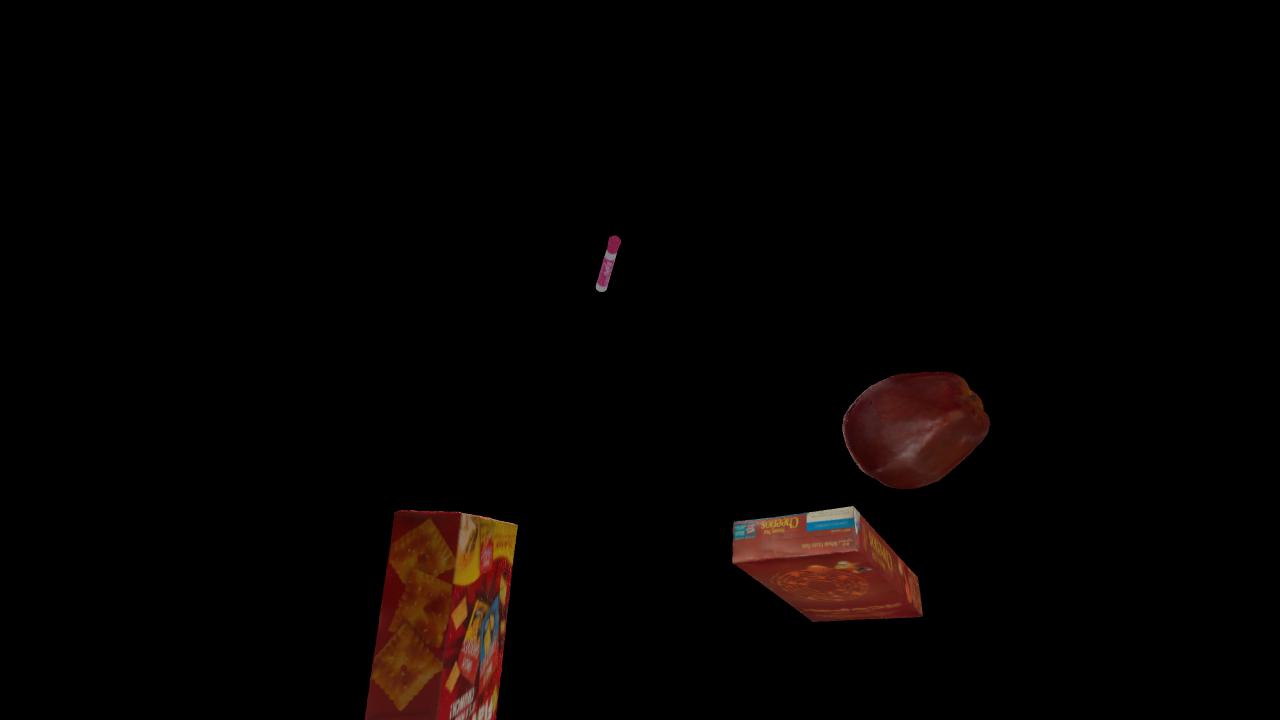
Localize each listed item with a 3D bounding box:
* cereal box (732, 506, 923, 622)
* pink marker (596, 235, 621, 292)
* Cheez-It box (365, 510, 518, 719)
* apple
[{"bbox_3d":[0.312,0.345,1.013,0.203,0.081,0.306,-19,-46,33],"label":"cereal box"},{"bbox_3d":[-0.049,-0.148,0.949,0.020,0.020,0.121,0,-31,-15],"label":"pink marker"},{"bbox_3d":[-0.179,0.260,0.576,0.071,0.223,0.166,0,-18,6],"label":"Cheez-It box"},{"bbox_3d":[0.188,0.047,0.428,0.093,0.079,0.079,-39,-23,31],"label":"apple"}]
